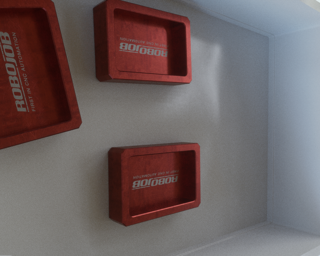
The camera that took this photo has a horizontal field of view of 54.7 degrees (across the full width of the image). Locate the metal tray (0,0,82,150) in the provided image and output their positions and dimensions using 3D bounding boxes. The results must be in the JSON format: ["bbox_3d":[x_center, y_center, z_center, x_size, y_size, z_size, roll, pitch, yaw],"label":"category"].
[{"bbox_3d":[-0.134,-0.052,0.291,0.091,0.030,0.129,-18,102,-39],"label":"metal tray"}]

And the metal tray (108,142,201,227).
[{"bbox_3d":[-0.002,0.067,0.403,0.131,0.030,0.089,-2,91,-40],"label":"metal tray"}]

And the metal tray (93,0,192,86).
[{"bbox_3d":[-0.017,-0.102,0.390,0.131,0.030,0.089,-4,93,-40],"label":"metal tray"}]
